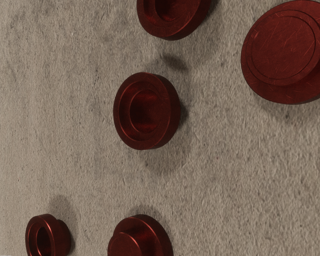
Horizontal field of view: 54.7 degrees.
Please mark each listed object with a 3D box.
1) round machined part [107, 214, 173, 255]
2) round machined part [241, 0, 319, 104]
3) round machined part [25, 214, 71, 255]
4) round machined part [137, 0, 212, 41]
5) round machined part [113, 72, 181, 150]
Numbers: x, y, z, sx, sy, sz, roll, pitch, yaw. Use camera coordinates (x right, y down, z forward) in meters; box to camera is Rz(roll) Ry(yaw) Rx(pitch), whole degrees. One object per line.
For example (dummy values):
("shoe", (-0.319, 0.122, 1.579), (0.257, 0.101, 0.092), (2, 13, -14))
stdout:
("round machined part", (-0.033, 0.171, 0.419), (0.098, 0.042, 0.097), (0, 90, 39))
("round machined part", (0.122, -0.072, 0.293), (0.098, 0.042, 0.097), (0, 90, 39))
("round machined part", (-0.196, 0.202, 0.552), (0.098, 0.042, 0.097), (0, 90, 39))
("round machined part", (0.022, -0.155, 0.374), (0.098, 0.042, 0.097), (0, 90, 39))
("round machined part", (-0.012, -0.021, 0.402), (0.098, 0.042, 0.097), (0, 90, 39))
